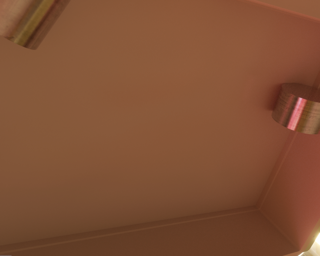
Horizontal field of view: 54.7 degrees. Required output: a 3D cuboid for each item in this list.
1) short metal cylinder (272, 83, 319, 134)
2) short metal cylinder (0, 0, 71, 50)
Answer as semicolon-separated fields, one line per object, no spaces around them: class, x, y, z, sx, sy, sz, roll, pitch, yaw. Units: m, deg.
short metal cylinder;0.220;-0.032;0.477;0.081;0.080;0.050;-5;121;-26
short metal cylinder;-0.119;-0.107;0.242;0.080;0.080;0.050;31;101;-39
